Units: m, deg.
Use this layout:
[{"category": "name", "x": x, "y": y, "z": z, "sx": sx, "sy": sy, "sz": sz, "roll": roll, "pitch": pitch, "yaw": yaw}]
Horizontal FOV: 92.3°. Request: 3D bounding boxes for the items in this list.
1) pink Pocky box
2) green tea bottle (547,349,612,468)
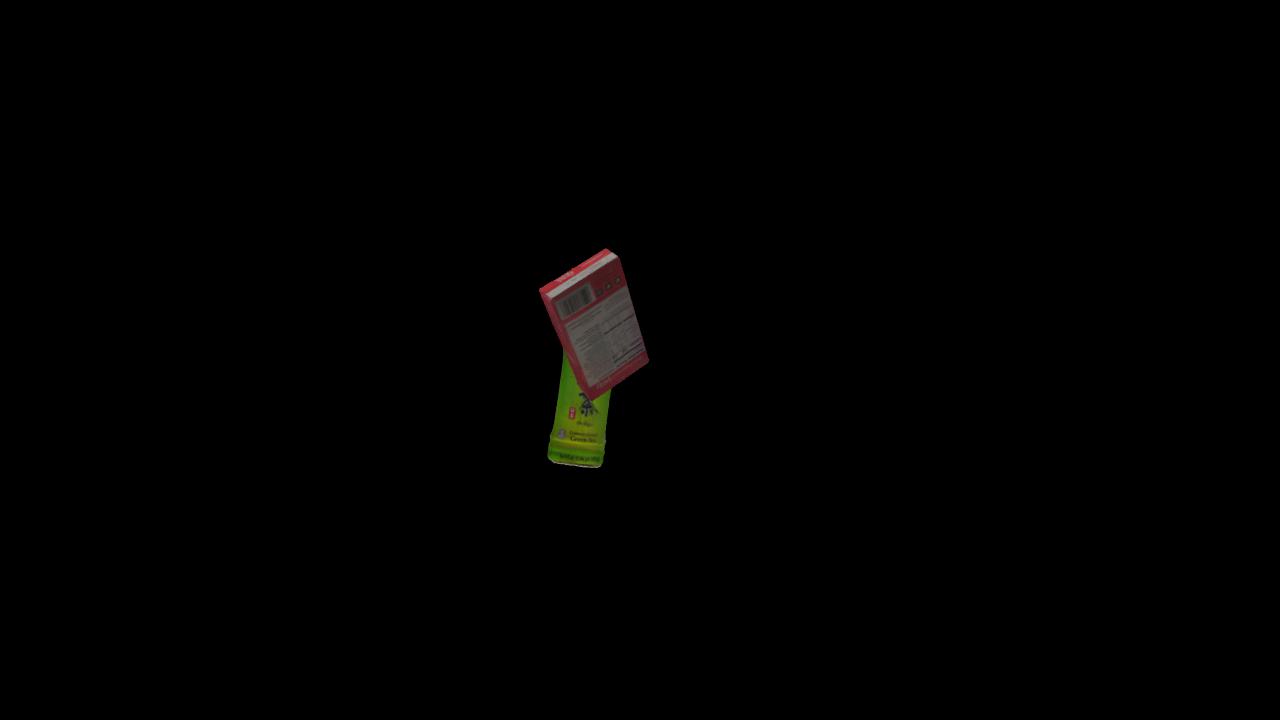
[{"category": "pink Pocky box", "x": -0.044, "y": -0.033, "z": 0.648, "sx": 0.084, "sy": 0.155, "sz": 0.029, "roll": -35, "pitch": 48, "yaw": -17}, {"category": "green tea bottle", "x": -0.067, "y": 0.022, "z": 0.754, "sx": 0.073, "sy": 0.212, "sz": 0.073, "roll": 5, "pitch": -5, "yaw": 0}]
